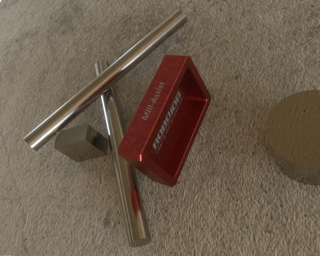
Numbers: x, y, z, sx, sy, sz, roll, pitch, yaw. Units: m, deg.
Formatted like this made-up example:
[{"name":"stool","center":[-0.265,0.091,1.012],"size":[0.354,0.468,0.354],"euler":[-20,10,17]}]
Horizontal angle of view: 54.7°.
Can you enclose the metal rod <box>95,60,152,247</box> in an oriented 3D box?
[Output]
[{"name":"metal rod","center":[-0.059,0.011,0.426],"size":[0.025,0.025,0.299],"euler":[-27,53,11]}]

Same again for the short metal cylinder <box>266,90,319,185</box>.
[{"name":"short metal cylinder","center":[0.150,0.010,0.303],"size":[0.080,0.050,0.080],"euler":[-13,56,20]}]

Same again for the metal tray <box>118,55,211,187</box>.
[{"name":"metal tray","center":[0.012,-0.007,0.359],"size":[0.030,0.090,0.130],"euler":[12,68,33]}]

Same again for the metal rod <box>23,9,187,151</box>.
[{"name":"metal rod","center":[-0.071,-0.078,0.458],"size":[0.301,0.025,0.025],"euler":[-44,51,-14]}]

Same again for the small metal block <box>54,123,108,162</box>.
[{"name":"small metal block","center":[-0.108,0.022,0.429],"size":[0.050,0.050,0.025],"euler":[-15,56,20]}]
